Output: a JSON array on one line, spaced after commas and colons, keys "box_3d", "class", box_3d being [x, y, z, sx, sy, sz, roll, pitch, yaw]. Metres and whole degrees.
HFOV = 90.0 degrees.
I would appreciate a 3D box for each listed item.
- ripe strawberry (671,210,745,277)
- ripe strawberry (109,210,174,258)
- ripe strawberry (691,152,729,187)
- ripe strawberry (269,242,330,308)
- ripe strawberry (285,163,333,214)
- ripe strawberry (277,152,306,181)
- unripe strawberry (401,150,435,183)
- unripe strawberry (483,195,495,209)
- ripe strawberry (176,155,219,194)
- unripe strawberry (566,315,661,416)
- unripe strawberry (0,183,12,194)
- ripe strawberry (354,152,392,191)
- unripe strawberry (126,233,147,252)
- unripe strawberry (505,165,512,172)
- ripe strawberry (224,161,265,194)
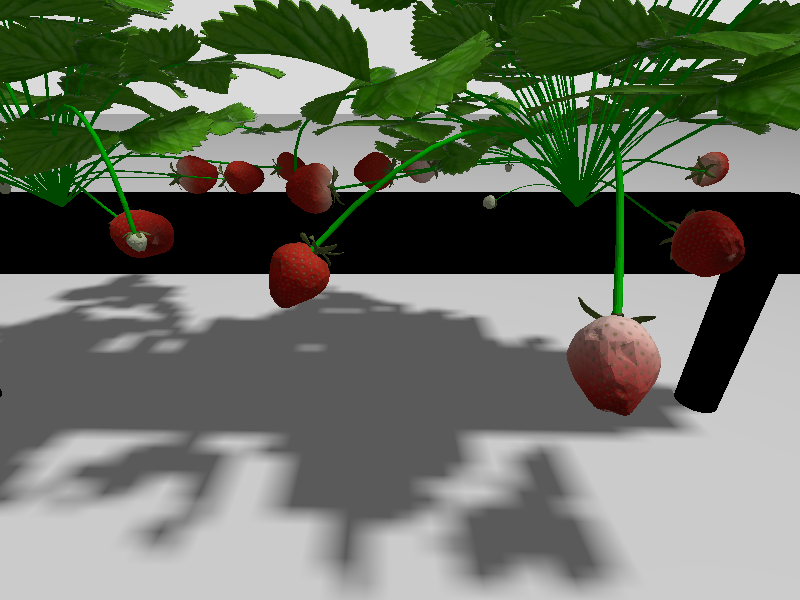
[{"box_3d": [0.156, -0.027, 0.203, 0.029, 0.033, 0.032, 0, 27, -1], "class": "ripe strawberry"}, {"box_3d": [-0.146, -0.038, 0.229, 0.031, 0.027, 0.031, 21, 34, 35], "class": "ripe strawberry"}, {"box_3d": [0.331, -0.139, 0.424, 0.034, 0.036, 0.031, -12, 29, -25], "class": "ripe strawberry"}, {"box_3d": [-0.047, -0.010, 0.180, 0.027, 0.030, 0.029, 26, -12, 41], "class": "ripe strawberry"}, {"box_3d": [-0.072, -0.090, 0.323, 0.037, 0.039, 0.034, -3, 27, -5], "class": "ripe strawberry"}, {"box_3d": [-0.125, -0.154, 0.463, 0.033, 0.032, 0.030, -19, 32, -34], "class": "ripe strawberry"}, {"box_3d": [0.021, -0.150, 0.442, 0.039, 0.039, 0.043, 20, 33, 35], "class": "unripe strawberry"}, {"box_3d": [0.075, -0.083, 0.339, 0.011, 0.011, 0.010, -11, 27, -2], "class": "unripe strawberry"}, {"box_3d": [-0.203, -0.127, 0.403, 0.037, 0.037, 0.035, -17, 31, -32], "class": "ripe strawberry"}, {"box_3d": [0.062, 0.019, 0.117, 0.025, 0.027, 0.028, 9, -23, 18], "class": "unripe strawberry"}, {"box_3d": [-0.389, -0.110, 0.394, 0.010, 0.011, 0.011, 14, 30, 26], "class": "unripe strawberry"}, {"box_3d": [-0.029, -0.133, 0.412, 0.040, 0.039, 0.037, 10, 28, 21], "class": "ripe strawberry"}, {"box_3d": [-0.129, -0.028, 0.197, 0.010, 0.010, 0.009, 23, 35, 38], "class": "unripe strawberry"}, {"box_3d": [0.134, -0.162, 0.493, 0.009, 0.010, 0.010, -3, 27, -7], "class": "unripe strawberry"}, {"box_3d": [-0.151, -0.120, 0.389, 0.036, 0.031, 0.036, -9, 28, -18], "class": "ripe strawberry"}]
